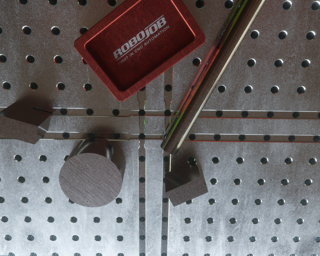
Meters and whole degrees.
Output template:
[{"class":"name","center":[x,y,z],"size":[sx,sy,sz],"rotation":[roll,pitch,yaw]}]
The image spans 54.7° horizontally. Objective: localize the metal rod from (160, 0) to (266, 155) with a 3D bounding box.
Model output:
[{"class":"metal rod","center":[0.080,-0.095,0.379],"size":[0.025,0.025,0.298],"rotation":[26,108,-10]}]

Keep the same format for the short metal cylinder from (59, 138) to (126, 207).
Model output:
[{"class":"short metal cylinder","center":[-0.089,0.060,0.421],"size":[0.081,0.050,0.079],"rotation":[0,110,-1]}]

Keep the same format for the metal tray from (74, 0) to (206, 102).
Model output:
[{"class":"metal tray","center":[-0.023,-0.104,0.371],"size":[0.130,0.030,0.090],"rotation":[-34,107,11]}]

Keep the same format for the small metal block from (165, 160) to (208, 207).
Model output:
[{"class":"small metal block","center":[0.035,0.076,0.429],"size":[0.050,0.050,0.025],"rotation":[-25,108,8]}]

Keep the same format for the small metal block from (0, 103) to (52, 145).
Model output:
[{"class":"small metal block","center":[-0.174,-0.007,0.395],"size":[0.050,0.050,0.025],"rotation":[17,109,-7]}]
